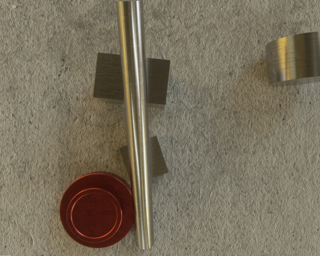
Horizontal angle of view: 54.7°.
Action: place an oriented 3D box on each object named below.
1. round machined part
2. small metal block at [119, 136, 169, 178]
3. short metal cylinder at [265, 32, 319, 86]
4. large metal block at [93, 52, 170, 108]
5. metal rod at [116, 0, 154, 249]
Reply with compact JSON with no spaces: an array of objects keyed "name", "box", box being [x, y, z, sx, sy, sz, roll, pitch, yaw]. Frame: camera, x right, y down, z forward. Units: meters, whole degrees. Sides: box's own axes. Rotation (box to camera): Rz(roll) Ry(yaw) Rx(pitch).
[{"name":"round machined part","box":[-0.081,0.107,0.401,0.099,0.042,0.097,0,90,-1]},{"name":"small metal block","box":[-0.021,0.041,0.410,0.050,0.025,0.050,-18,90,-1]},{"name":"short metal cylinder","box":[0.175,-0.083,0.385,0.081,0.080,0.050,-5,90,-1]},{"name":"large metal block","box":[-0.031,-0.055,0.382,0.081,0.080,0.050,6,90,-1]},{"name":"metal rod","box":[-0.024,0.017,0.349,0.025,0.025,0.298,-2,115,0]}]
